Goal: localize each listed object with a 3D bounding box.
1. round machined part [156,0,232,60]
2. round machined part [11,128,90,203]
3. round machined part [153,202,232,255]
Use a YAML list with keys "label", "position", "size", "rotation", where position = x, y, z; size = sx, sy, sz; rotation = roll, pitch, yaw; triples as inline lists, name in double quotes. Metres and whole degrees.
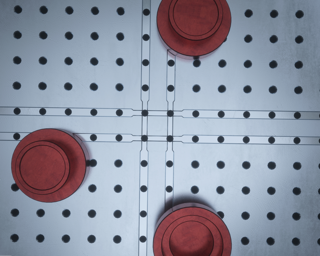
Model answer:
- label: "round machined part"
  position: [0.045, -0.142, 0.405]
  size: [0.099, 0.042, 0.097]
  rotation: [0, 90, 0]
- label: "round machined part"
  position: [-0.146, 0.049, 0.404]
  size: [0.099, 0.042, 0.097]
  rotation: [0, 90, 0]
- label: "round machined part"
  position: [0.040, 0.146, 0.405]
  size: [0.099, 0.042, 0.097]
  rotation: [0, 90, 0]
